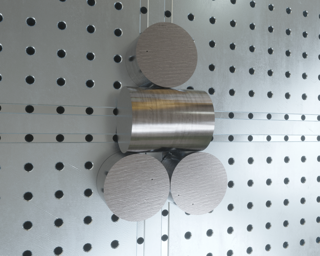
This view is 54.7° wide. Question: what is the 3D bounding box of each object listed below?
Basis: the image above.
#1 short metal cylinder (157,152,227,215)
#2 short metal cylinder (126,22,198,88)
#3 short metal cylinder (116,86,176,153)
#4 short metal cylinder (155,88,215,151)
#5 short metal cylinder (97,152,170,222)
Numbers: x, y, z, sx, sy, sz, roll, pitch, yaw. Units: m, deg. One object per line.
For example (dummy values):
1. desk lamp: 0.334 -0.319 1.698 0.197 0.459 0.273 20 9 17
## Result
1. short metal cylinder: 0.042 0.070 0.415 0.081 0.050 0.079 0 90 -21
2. short metal cylinder: 0.001 -0.089 0.400 0.081 0.050 0.079 0 90 -21
3. short metal cylinder: -0.020 -0.010 0.377 0.050 0.080 0.079 0 90 -20
4. short metal cylinder: 0.027 -0.010 0.395 0.050 0.080 0.079 0 90 -20
5. short metal cylinder: -0.034 0.070 0.387 0.081 0.050 0.079 0 90 -21
